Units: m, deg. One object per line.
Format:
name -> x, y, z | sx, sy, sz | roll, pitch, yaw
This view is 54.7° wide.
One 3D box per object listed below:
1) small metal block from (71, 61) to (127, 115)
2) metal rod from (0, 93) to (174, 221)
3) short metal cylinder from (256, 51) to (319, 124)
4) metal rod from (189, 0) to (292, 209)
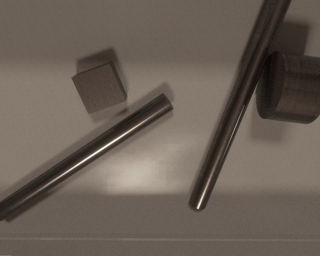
small metal block -> -0.075, -0.051, 0.391 | 0.050, 0.025, 0.050 | -19, 109, 6
metal rod -> -0.113, 0.045, 0.426 | 0.300, 0.025, 0.025 | -33, 107, 11
short metal cylinder -> 0.154, -0.047, 0.367 | 0.050, 0.080, 0.079 | 7, 110, -3
metal rod -> 0.098, -0.023, 0.404 | 0.025, 0.025, 0.298 | 16, 109, -6
